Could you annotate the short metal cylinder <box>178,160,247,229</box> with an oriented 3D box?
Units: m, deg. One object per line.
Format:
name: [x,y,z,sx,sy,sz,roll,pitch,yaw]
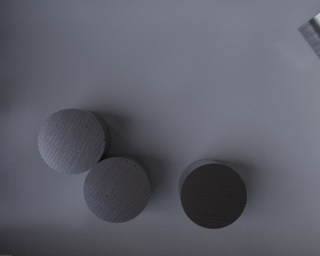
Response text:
short metal cylinder: [0.065,0.082,0.400,0.081,0.050,0.079,0,90,-1]

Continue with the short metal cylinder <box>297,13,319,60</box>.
short metal cylinder: [0.223,-0.130,0.387,0.080,0.080,0.050,-36,90,0]

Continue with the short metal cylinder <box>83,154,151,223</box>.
short metal cylinder: [-0.052,0.075,0.398,0.081,0.050,0.079,0,90,-1]

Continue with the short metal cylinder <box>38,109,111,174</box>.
short metal cylinder: [-0.106,0.016,0.398,0.081,0.050,0.079,0,90,-1]
